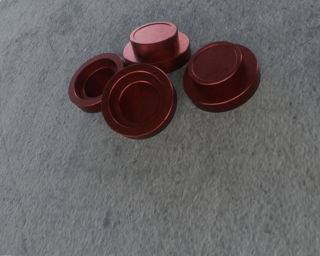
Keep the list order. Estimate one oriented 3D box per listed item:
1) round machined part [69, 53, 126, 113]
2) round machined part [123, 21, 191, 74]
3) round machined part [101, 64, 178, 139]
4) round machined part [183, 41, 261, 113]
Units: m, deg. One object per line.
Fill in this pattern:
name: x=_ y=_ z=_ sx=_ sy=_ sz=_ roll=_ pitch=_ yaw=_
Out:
round machined part: x=-0.087 y=-0.064 z=0.476 sx=0.098 sy=0.042 sz=0.098 roll=-13 pitch=56 yaw=21
round machined part: x=-0.006 y=-0.120 z=0.448 sx=0.099 sy=0.042 sz=0.098 roll=-7 pitch=42 yaw=7
round machined part: x=-0.024 y=-0.032 z=0.412 sx=0.098 sy=0.042 sz=0.098 roll=-4 pitch=76 yaw=16
round machined part: x=0.075 y=-0.072 z=0.397 sx=0.098 sy=0.042 sz=0.098 roll=-13 pitch=56 yaw=20
